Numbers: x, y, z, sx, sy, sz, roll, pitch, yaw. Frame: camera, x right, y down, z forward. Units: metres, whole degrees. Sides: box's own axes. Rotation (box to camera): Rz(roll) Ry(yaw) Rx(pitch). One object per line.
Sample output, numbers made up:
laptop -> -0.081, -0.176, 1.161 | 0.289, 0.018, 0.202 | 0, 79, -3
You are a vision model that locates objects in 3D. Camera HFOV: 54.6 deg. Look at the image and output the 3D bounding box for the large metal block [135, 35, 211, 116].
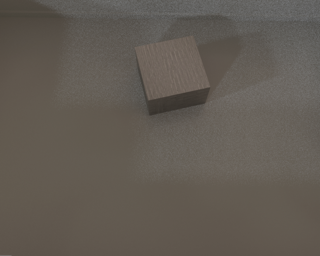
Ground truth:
large metal block -> 0.015, -0.071, 0.422 | 0.080, 0.050, 0.080 | -13, 71, -5
